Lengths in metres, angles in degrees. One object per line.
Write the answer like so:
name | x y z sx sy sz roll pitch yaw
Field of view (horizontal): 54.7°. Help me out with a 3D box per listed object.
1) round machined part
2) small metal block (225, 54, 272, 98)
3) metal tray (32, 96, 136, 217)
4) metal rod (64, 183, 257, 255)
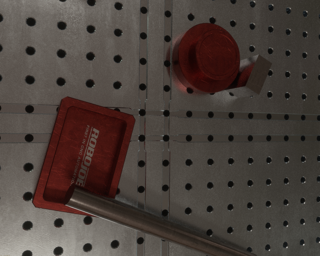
round machined part | 0.071 -0.098 0.431 0.099 0.042 0.097 0 90 -20
small metal block | 0.127 -0.073 0.448 0.025 0.050 0.050 28 81 -18
metal tray | -0.091 0.036 0.376 0.091 0.030 0.129 16 85 -20
metal rod | 0.021 0.137 0.401 0.301 0.025 0.025 29 81 -26
